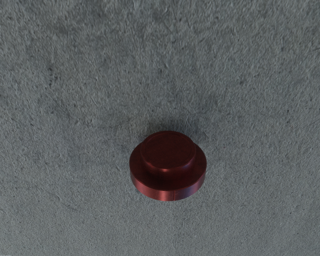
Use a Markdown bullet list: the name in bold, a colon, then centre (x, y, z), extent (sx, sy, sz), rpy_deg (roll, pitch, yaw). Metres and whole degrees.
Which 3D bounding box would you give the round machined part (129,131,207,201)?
- **round machined part**: centre (0.010, 0.040, 0.393), extent (0.099, 0.098, 0.042), rpy_deg (0, 130, 0)
